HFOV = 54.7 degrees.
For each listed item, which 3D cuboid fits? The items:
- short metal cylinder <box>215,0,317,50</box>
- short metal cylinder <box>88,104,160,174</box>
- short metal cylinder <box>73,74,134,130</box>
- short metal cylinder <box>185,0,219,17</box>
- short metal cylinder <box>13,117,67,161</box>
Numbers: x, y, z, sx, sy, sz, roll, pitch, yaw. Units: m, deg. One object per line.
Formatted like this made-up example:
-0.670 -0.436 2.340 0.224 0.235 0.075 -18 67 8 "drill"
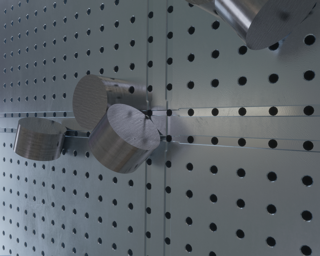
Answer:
0.100 -0.121 0.291 0.080 0.081 0.050 -47 62 30 "short metal cylinder"
-0.047 0.014 0.412 0.050 0.081 0.080 -49 61 29 "short metal cylinder"
-0.086 -0.037 0.464 0.080 0.050 0.079 0 90 40 "short metal cylinder"
0.064 -0.169 0.340 0.080 0.050 0.079 0 90 40 "short metal cylinder"
-0.212 0.018 0.549 0.080 0.081 0.050 28 108 36 "short metal cylinder"
